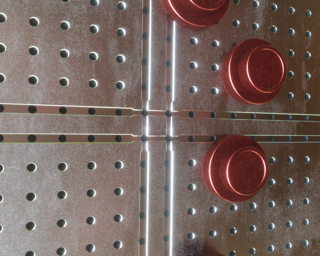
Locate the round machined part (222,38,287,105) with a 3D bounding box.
[{"bbox_3d":[0.145,-0.084,0.456,0.099,0.042,0.097,0,90,-20],"label":"round machined part"}]

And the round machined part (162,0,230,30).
[{"bbox_3d":[0.054,-0.188,0.423,0.099,0.042,0.097,0,90,-20],"label":"round machined part"}]

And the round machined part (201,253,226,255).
[{"bbox_3d":[0.068,0.221,0.427,0.099,0.042,0.098,1,87,-21],"label":"round machined part"}]

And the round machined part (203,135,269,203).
[{"bbox_3d":[0.115,0.059,0.446,0.099,0.042,0.097,0,90,-20],"label":"round machined part"}]
